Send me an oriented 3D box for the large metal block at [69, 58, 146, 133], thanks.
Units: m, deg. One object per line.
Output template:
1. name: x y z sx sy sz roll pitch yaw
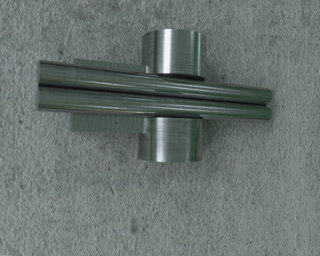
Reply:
1. large metal block: -0.065 -0.035 0.373 0.081 0.050 0.080 2 90 -20

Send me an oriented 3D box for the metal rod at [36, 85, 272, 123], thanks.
1. metal rod: 0.016 -0.024 0.369 0.303 0.025 0.025 2 90 -28

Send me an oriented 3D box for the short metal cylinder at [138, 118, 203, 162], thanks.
1. short metal cylinder: 0.013 0.014 0.386 0.081 0.080 0.050 2 90 -20

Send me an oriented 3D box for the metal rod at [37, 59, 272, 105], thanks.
1. metal rod: 0.016 -0.049 0.369 0.303 0.025 0.025 2 90 -28

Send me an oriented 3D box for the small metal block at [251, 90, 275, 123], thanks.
1. small metal block: 0.142 -0.033 0.463 0.050 0.025 0.050 3 89 -20

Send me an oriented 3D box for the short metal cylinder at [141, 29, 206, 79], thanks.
1. short metal cylinder: 0.017 -0.086 0.387 0.081 0.080 0.050 2 90 -20
